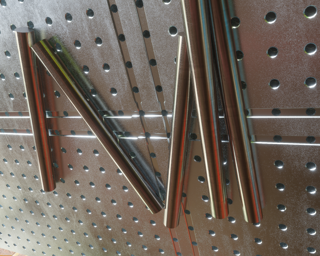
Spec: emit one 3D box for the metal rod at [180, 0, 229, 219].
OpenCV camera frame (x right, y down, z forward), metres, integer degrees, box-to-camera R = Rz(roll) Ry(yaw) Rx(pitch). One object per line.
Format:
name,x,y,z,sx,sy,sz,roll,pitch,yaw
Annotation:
metal rod,0.057,-0.005,0.362,0.025,0.025,0.298,4,125,26

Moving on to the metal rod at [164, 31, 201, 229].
metal rod,0.025,0.025,0.412,0.025,0.025,0.298,16,125,19

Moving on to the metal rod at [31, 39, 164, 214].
metal rod,-0.084,0.006,0.457,0.025,0.025,0.299,-24,106,36

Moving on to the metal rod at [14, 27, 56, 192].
metal rod,-0.198,-0.011,0.505,0.025,0.025,0.298,18,126,17

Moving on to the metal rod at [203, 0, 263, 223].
metal rod,0.087,-0.011,0.357,0.025,0.025,0.298,-2,118,29
